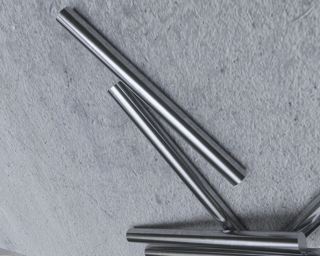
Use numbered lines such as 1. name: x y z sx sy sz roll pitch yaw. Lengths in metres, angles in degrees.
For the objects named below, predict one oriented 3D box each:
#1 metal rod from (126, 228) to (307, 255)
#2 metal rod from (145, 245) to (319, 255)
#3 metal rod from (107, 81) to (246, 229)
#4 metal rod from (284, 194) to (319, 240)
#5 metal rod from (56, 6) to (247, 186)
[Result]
1. metal rod: 0.055 0.161 0.451 0.299 0.025 0.025 -16 110 43
2. metal rod: 0.084 0.184 0.449 0.299 0.025 0.025 -20 108 44
3. metal rod: 0.035 0.059 0.424 0.025 0.025 0.300 -33 100 38
4. metal rod: 0.177 0.130 0.393 0.025 0.025 0.298 29 128 10
5. metal rod: -0.009 -0.038 0.387 0.300 0.025 0.025 43 129 -2
